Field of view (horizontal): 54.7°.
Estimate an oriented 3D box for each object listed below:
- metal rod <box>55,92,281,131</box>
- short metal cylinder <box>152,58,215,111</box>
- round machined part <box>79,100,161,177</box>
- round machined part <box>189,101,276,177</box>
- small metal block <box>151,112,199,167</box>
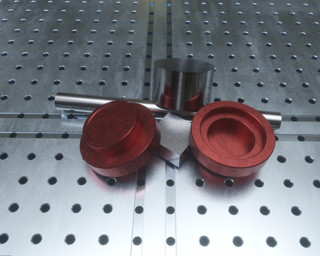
[{"bbox_3d":[0.008,-0.023,0.422,0.302,0.025,0.025,6,50,4],"label":"metal rod"},{"bbox_3d":[0.031,-0.061,0.419,0.081,0.050,0.080,3,25,-1],"label":"short metal cylinder"},{"bbox_3d":[-0.052,0.005,0.370,0.098,0.042,0.098,-11,49,14],"label":"round machined part"},{"bbox_3d":[0.084,0.017,0.375,0.099,0.042,0.098,2,52,-2],"label":"round machined part"},{"bbox_3d":[0.018,0.013,0.391,0.050,0.025,0.050,29,56,22],"label":"small metal block"}]
